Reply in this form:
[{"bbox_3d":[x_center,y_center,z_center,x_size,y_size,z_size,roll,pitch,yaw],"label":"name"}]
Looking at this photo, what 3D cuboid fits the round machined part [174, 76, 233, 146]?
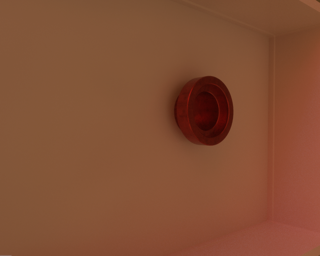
[{"bbox_3d":[0.059,-0.024,0.448,0.099,0.042,0.097,0,90,-40],"label":"round machined part"}]
